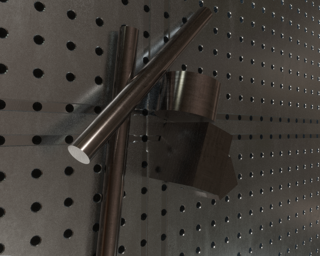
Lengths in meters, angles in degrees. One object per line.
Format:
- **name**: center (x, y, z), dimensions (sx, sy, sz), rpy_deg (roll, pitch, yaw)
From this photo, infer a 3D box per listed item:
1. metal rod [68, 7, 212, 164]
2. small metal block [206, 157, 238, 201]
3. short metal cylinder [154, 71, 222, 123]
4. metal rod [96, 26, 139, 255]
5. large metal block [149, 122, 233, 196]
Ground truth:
- **metal rod**: center (-0.005, -0.073, 0.380), dimensions (0.025, 0.025, 0.301), rpy_deg (56, 50, -25)
- **small metal block**: center (0.094, 0.078, 0.491), dimensions (0.050, 0.025, 0.050), rpy_deg (-29, 109, -36)
- **short metal cylinder**: center (0.037, -0.036, 0.406), dimensions (0.080, 0.080, 0.050), rpy_deg (18, 79, -39)
- **metal rod**: center (-0.051, 0.029, 0.367), dimensions (0.025, 0.025, 0.298), rpy_deg (9, 85, -40)
- **large metal block**: center (0.040, 0.038, 0.410), dimensions (0.050, 0.080, 0.080), rpy_deg (26, 74, -38)
